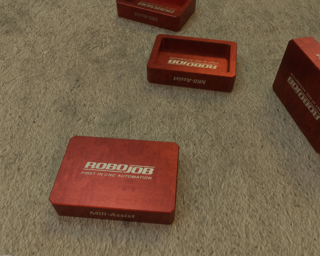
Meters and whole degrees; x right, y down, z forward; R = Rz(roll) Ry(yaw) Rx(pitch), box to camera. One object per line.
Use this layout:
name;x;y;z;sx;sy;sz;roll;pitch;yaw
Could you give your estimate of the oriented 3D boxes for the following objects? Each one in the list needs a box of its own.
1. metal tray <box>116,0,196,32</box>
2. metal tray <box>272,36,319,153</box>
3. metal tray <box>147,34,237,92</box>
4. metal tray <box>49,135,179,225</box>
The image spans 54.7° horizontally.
metal tray;-0.006;-0.236;0.598;0.130;0.030;0.090;20;53;16
metal tray;0.199;-0.044;0.399;0.030;0.090;0.130;-11;51;-9
metal tray;0.052;-0.104;0.487;0.131;0.030;0.090;8;50;6
metal tray;-0.046;0.056;0.352;0.131;0.030;0.090;4;50;3
